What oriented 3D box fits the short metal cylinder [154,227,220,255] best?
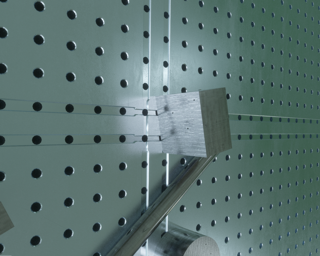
[{"bbox_3d":[0.038,0.183,0.427,0.081,0.050,0.079,0,91,-40],"label":"short metal cylinder"}]

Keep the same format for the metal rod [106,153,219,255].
[{"bbox_3d":[0.003,0.106,0.413,0.301,0.025,0.025,-43,116,-32],"label":"metal rod"}]

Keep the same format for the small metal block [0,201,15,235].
[{"bbox_3d":[-0.160,0.081,0.260,0.050,0.050,0.025,-31,110,-36],"label":"small metal block"}]

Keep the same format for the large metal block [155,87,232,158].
[{"bbox_3d":[0.044,-0.009,0.412,0.050,0.080,0.079,-13,99,-40],"label":"large metal block"}]
